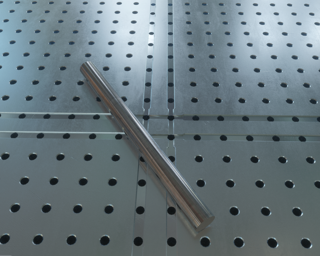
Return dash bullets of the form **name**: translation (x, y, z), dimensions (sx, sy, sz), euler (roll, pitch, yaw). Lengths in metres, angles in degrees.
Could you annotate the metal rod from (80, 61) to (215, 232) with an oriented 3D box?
- **metal rod**: translation (-0.033, 0.003, 0.404), dimensions (0.025, 0.025, 0.300), euler (-26, 55, -20)
